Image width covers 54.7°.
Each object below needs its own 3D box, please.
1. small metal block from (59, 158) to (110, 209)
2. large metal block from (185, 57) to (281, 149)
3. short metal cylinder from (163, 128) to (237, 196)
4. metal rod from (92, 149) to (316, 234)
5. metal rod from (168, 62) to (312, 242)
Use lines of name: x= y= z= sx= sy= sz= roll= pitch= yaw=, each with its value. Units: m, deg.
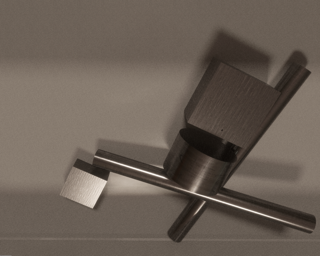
small metal block: x=-0.106 y=0.079 z=0.439 sx=0.050 sy=0.025 sz=0.050 roll=26 pitch=108 yaw=-10
large metal block: x=0.087 y=-0.032 z=0.387 sx=0.080 sy=0.050 sz=0.080 roll=25 pitch=108 yaw=-9
short metal cylinder: x=0.051 y=0.042 z=0.398 sx=0.080 sy=0.080 sz=0.050 roll=22 pitch=108 yaw=-8
metal rod: x=0.056 y=0.084 z=0.418 sx=0.302 sy=0.025 sz=0.025 roll=17 pitch=109 yaw=3
metal rod: x=0.100 y=0.044 z=0.429 sx=0.025 sy=0.025 sz=0.298 roll=30 pitch=107 yaw=-11
